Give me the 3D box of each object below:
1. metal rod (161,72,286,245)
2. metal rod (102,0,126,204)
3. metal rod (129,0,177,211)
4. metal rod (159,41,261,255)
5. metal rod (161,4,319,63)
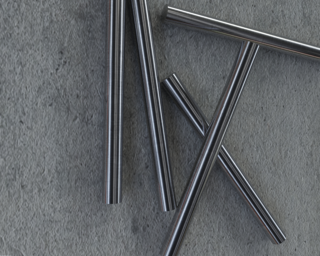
[{"bbox_3d":[0.096,0.051,0.444,0.025,0.025,0.299,-39,103,-16],"label":"metal rod"},{"bbox_3d":[-0.057,-0.057,0.387,0.025,0.025,0.298,1,90,-20],"label":"metal rod"},{"bbox_3d":[-0.010,-0.041,0.404,0.025,0.025,0.298,-9,93,-20],"label":"metal rod"},{"bbox_3d":[0.065,0.031,0.408,0.025,0.025,0.299,20,92,-19],"label":"metal rod"},{"bbox_3d":[0.147,-0.134,0.462,0.302,0.025,0.025,7,88,-20],"label":"metal rod"}]
